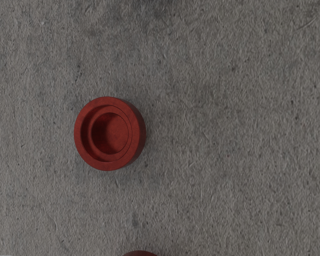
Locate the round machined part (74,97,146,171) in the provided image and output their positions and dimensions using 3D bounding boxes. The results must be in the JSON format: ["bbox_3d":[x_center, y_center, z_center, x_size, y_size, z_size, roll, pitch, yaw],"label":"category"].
[{"bbox_3d":[-0.064,0.007,0.422,0.098,0.042,0.097,0,90,20],"label":"round machined part"}]

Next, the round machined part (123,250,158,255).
[{"bbox_3d":[-0.021,0.210,0.407,0.098,0.042,0.097,0,90,20],"label":"round machined part"}]
